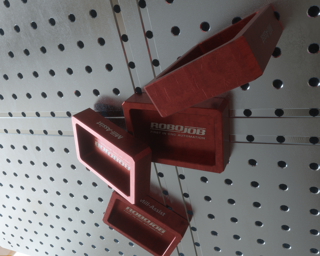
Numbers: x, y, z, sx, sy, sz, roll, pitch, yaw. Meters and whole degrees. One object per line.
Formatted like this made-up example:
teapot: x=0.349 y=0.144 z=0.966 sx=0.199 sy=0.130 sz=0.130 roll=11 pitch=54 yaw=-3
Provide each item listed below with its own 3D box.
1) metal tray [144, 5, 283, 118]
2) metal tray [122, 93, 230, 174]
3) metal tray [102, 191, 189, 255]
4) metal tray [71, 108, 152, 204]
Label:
metal tray: x=0.053 y=-0.063 z=0.277 sx=0.090 sy=0.131 sz=0.030 roll=-22 pitch=107 yaw=36
metal tray: x=0.021 y=0.005 z=0.400 sx=0.130 sy=0.030 sz=0.089 roll=7 pitch=122 yaw=25
metal tray: x=-0.027 y=0.157 z=0.519 sx=0.130 sy=0.030 sz=0.089 roll=30 pitch=128 yaw=8
metal tray: x=-0.070 y=0.038 z=0.441 sx=0.130 sy=0.030 sz=0.089 roll=31 pitch=135 yaw=30
